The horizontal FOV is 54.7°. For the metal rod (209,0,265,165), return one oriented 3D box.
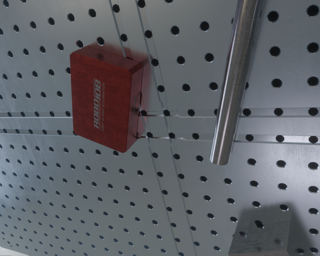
[{"bbox_3d":[0.083,-0.085,0.314,0.025,0.025,0.298,16,125,19],"label":"metal rod"}]

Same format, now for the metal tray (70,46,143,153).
[{"bbox_3d":[-0.075,-0.036,0.425,0.090,0.030,0.129,20,126,16],"label":"metal tray"}]

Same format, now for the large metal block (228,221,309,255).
[{"bbox_3d":[0.154,0.180,0.426,0.080,0.050,0.080,-21,107,36],"label":"large metal block"}]
